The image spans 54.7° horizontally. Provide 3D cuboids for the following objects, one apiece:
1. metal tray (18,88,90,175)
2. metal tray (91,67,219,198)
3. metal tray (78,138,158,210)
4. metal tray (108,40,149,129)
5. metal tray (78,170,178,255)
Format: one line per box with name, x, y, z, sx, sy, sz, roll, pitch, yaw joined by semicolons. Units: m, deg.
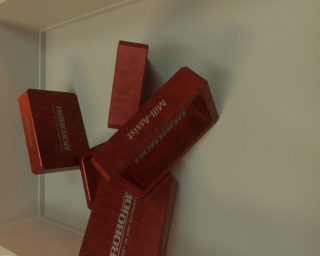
metal tray;-0.168;0.004;0.499;0.030;0.091;0.129;-27;73;37
metal tray;0.002;0.009;0.325;0.130;0.090;0.030;-45;61;-5
metal tray;-0.063;0.064;0.452;0.130;0.030;0.090;-22;76;37
metal tray;-0.036;-0.050;0.375;0.030;0.130;0.089;8;97;-4
metal tray;-0.035;0.112;0.358;0.090;0.030;0.130;4;64;18
